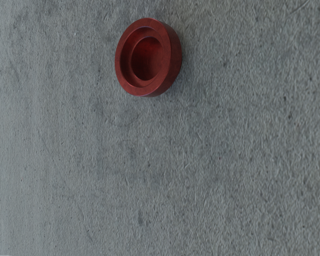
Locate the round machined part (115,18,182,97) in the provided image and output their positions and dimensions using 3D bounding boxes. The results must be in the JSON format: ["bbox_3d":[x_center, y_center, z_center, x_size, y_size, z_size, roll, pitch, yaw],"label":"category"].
[{"bbox_3d":[-0.011,-0.089,0.404,0.098,0.042,0.097,0,90,40],"label":"round machined part"}]
